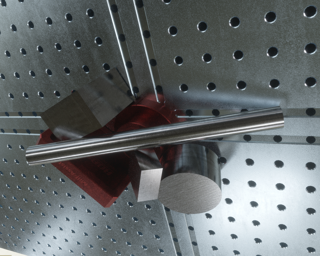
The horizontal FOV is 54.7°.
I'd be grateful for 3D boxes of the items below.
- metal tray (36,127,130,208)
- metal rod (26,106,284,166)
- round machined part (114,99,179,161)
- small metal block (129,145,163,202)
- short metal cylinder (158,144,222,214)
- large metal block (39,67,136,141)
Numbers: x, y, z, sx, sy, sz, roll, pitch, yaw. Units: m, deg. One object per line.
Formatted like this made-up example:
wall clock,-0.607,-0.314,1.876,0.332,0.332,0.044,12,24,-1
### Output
metal tray,-0.095,0.038,0.440,0.130,0.090,0.030,40,129,1
metal rod,-0.015,0.012,0.363,0.301,0.025,0.025,-9,115,10
round machined part,-0.021,0.013,0.421,0.098,0.042,0.097,13,124,20
small metal block,-0.020,0.053,0.380,0.025,0.050,0.050,-4,125,-19
short metal cylinder,0.038,0.066,0.399,0.080,0.050,0.079,4,130,5
large metal block,-0.092,-0.028,0.403,0.080,0.080,0.050,-23,106,36
